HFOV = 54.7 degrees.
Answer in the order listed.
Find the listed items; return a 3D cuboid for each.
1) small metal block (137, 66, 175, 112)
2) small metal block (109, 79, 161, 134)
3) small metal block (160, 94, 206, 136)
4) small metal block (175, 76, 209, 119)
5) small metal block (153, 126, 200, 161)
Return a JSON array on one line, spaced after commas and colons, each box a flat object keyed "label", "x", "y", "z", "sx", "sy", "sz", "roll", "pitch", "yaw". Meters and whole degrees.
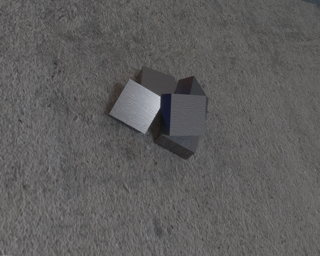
[{"label": "small metal block", "x": -0.007, "y": -0.053, "z": 0.436, "sx": 0.050, "sy": 0.025, "sz": 0.050, "roll": 16, "pitch": 55, "yaw": -20}, {"label": "small metal block", "x": -0.030, "y": -0.027, "z": 0.392, "sx": 0.050, "sy": 0.025, "sz": 0.050, "roll": 30, "pitch": 88, "yaw": -11}, {"label": "small metal block", "x": 0.029, "y": -0.016, "z": 0.386, "sx": 0.050, "sy": 0.025, "sz": 0.050, "roll": 0, "pitch": 94, "yaw": -29}, {"label": "small metal block", "x": 0.044, "y": -0.037, "z": 0.439, "sx": 0.050, "sy": 0.025, "sz": 0.050, "roll": 50, "pitch": 42, "yaw": -38}, {"label": "small metal block", "x": 0.025, "y": 0.008, "z": 0.416, "sx": 0.050, "sy": 0.025, "sz": 0.050, "roll": 29, "pitch": 52, "yaw": -10}]
